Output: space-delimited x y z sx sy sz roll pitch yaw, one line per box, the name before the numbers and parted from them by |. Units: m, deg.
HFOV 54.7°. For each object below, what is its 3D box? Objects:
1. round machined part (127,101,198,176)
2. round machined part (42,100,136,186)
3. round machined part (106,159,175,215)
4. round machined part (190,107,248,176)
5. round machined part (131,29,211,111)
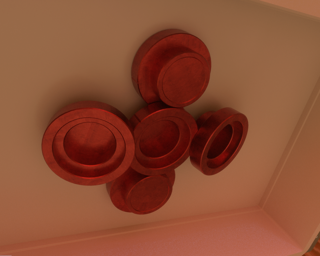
round machined part | -0.004 0.010 0.398 0.099 0.042 0.097 -14 124 -21
round machined part | -0.078 0.014 0.351 0.099 0.042 0.097 -4 117 -7
round machined part | -0.022 0.082 0.434 0.099 0.042 0.097 -14 124 -21
round machined part | 0.076 0.015 0.435 0.099 0.042 0.097 -28 135 -31
round machined part | 0.019 -0.063 0.367 0.099 0.042 0.097 -14 124 -21
